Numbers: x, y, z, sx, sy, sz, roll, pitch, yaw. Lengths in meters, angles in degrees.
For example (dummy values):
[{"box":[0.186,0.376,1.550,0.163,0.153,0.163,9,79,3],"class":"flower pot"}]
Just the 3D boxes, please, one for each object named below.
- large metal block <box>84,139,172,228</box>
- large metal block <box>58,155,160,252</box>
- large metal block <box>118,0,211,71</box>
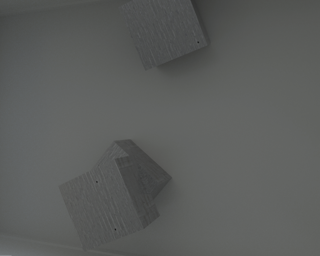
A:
[{"box":[-0.045,0.072,0.412,0.080,0.050,0.080,41,103,15],"class":"large metal block"},{"box":[-0.059,0.086,0.364,0.080,0.050,0.080,-26,82,17],"class":"large metal block"},{"box":[0.009,-0.126,0.381,0.080,0.050,0.080,-19,103,18],"class":"large metal block"}]
